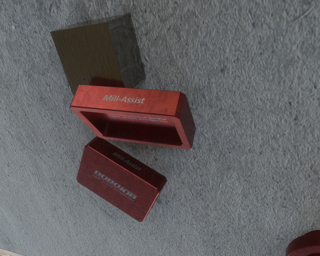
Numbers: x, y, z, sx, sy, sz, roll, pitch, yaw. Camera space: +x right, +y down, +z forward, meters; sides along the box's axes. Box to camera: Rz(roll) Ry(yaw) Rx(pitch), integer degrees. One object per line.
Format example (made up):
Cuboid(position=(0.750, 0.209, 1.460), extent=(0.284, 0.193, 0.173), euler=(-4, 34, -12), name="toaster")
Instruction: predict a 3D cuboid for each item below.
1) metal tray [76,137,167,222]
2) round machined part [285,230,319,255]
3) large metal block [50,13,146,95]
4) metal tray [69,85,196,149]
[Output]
Cuboid(position=(-0.064, 0.082, 0.488), extent=(0.130, 0.030, 0.089), euler=(31, 128, 8), name="metal tray")
Cuboid(position=(0.211, 0.168, 0.389), extent=(0.098, 0.042, 0.097), euler=(13, 124, 21), name="round machined part")
Cuboid(position=(-0.072, -0.087, 0.375), extent=(0.080, 0.050, 0.080), euler=(1, 119, 27), name="large metal block")
Cuboid(position=(-0.029, -0.012, 0.373), extent=(0.130, 0.030, 0.090), euler=(6, 156, 18), name="metal tray")
